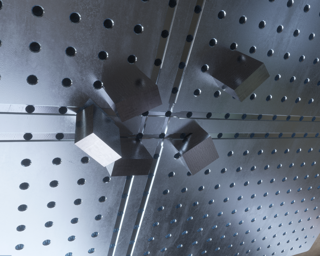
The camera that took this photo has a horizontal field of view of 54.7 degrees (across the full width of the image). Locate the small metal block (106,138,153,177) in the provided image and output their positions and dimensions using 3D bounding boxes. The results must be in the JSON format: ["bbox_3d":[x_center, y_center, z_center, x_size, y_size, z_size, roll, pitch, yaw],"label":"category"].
[{"bbox_3d":[-0.044,0.036,0.395,0.050,0.050,0.025,3,117,-30],"label":"small metal block"}]

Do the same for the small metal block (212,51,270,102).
[{"bbox_3d":[0.107,-0.069,0.413,0.050,0.050,0.025,-43,130,1],"label":"small metal block"}]

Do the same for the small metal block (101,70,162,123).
[{"bbox_3d":[-0.033,-0.038,0.355,0.050,0.050,0.025,-25,128,-13],"label":"small metal block"}]

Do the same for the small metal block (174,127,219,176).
[{"bbox_3d":[0.056,0.036,0.466,0.050,0.025,0.050,-34,129,-7],"label":"small metal block"}]

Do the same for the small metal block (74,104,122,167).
[{"bbox_3d":[-0.071,0.009,0.359,0.025,0.050,0.050,-30,131,15],"label":"small metal block"}]
